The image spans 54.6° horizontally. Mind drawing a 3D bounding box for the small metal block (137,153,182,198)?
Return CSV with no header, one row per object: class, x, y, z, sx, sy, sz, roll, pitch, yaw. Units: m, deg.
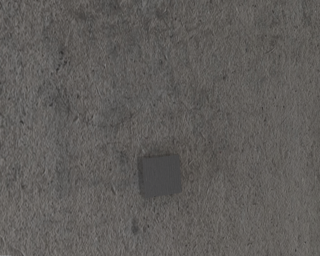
small metal block,-0.001,0.062,0.408,0.050,0.025,0.050,-5,92,-20
